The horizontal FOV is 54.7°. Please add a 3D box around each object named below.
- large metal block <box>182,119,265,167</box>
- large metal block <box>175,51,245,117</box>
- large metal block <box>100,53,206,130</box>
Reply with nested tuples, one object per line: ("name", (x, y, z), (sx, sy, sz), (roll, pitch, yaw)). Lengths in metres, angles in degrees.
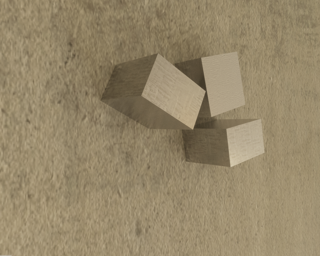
("large metal block", (0.091, 0.018, 0.448), (0.081, 0.080, 0.050), (-13, 99, -40))
("large metal block", (0.075, -0.064, 0.454), (0.081, 0.050, 0.079), (-19, 103, -39))
("large metal block", (-0.008, -0.038, 0.364), (0.080, 0.080, 0.050), (31, 71, -36))
